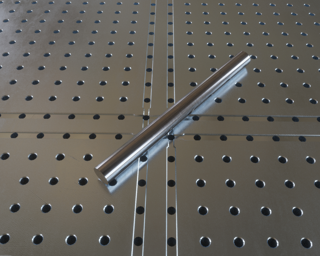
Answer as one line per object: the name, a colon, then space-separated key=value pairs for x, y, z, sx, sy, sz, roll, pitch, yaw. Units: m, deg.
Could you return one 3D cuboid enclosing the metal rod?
metal rod: x=0.034 y=-0.028 z=0.431 sx=0.025 sy=0.025 sz=0.301 roll=35 pitch=58 yaw=26
